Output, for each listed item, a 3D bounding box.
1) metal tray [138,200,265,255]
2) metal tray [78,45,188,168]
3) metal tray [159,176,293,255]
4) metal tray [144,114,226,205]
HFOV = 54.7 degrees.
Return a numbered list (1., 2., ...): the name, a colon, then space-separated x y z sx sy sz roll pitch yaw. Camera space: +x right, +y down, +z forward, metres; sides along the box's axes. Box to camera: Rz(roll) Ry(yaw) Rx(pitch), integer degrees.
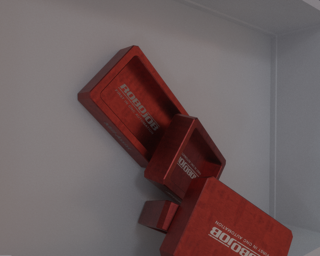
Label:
1. metal tray: 0.047 0.125 0.372 0.131 0.090 0.030 25 70 -11
2. metal tray: -0.025 -0.023 0.382 0.130 0.030 0.090 51 60 -28
3. metal tray: 0.074 0.121 0.326 0.130 0.030 0.090 36 67 -17
4. metal tray: 0.040 0.052 0.409 0.090 0.030 0.130 -62 141 -17
